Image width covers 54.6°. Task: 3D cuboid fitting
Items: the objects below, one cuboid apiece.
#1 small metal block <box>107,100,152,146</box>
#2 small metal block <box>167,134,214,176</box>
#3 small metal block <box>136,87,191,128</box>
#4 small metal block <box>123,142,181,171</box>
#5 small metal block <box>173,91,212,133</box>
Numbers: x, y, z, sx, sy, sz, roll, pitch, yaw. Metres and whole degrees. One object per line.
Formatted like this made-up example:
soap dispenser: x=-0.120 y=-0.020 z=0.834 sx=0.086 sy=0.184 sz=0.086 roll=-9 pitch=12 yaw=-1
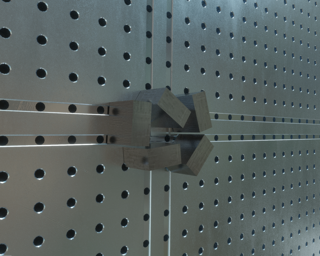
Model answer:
small metal block: x=-0.036 y=-0.005 z=0.361 sx=0.025 sy=0.050 sz=0.050 roll=5 pitch=88 yaw=-40
small metal block: x=0.037 y=0.035 z=0.422 sx=0.025 sy=0.050 sz=0.050 roll=50 pitch=61 yaw=-28
small metal block: x=0.002 y=-0.024 z=0.393 sx=0.050 sy=0.050 sz=0.025 roll=41 pitch=66 yaw=-33
small metal block: x=-0.010 y=0.034 z=0.383 sx=0.050 sy=0.050 sz=0.025 roll=-7 pitch=94 yaw=-40
small metal block: x=0.040 y=-0.021 z=0.424 sx=0.025 sy=0.050 sz=0.050 roll=-21 pitch=103 yaw=-38
